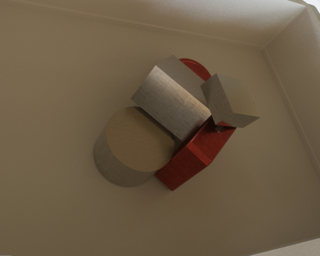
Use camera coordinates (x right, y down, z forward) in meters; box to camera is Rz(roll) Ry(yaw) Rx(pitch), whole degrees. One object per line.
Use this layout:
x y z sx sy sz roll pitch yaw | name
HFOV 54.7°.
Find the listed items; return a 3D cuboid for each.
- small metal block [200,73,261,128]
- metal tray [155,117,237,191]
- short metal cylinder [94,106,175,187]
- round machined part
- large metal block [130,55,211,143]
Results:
0.078 -0.029 0.343 0.050 0.025 0.050 5 58 -41 | small metal block
0.057 0.013 0.386 0.030 0.090 0.131 44 50 2 | metal tray
-0.031 0.022 0.358 0.081 0.050 0.080 14 56 -21 | short metal cylinder
0.039 -0.063 0.453 0.099 0.042 0.098 14 56 -21 | round machined part
0.022 -0.039 0.379 0.080 0.050 0.080 39 26 -2 | large metal block
